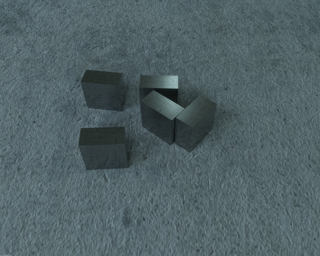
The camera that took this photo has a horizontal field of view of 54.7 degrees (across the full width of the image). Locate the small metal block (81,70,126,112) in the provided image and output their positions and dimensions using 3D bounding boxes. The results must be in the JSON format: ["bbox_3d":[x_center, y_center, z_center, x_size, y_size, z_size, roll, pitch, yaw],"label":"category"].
[{"bbox_3d":[-0.077,-0.051,0.429,0.050,0.050,0.025,6,51,5],"label":"small metal block"}]

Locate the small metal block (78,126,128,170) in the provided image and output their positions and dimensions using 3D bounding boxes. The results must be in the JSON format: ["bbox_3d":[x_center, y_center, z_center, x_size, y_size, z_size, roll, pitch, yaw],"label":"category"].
[{"bbox_3d":[-0.065,0.025,0.366,0.050,0.050,0.025,-2,50,-2],"label":"small metal block"}]

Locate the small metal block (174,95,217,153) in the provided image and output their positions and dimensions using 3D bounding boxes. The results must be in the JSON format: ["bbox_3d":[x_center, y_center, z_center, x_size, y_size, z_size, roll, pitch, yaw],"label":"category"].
[{"bbox_3d":[0.044,-0.005,0.391,0.025,0.050,0.050,32,57,24],"label":"small metal block"}]

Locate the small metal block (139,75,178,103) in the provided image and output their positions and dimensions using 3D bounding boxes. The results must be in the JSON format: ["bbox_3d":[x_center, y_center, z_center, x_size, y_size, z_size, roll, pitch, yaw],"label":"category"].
[{"bbox_3d":[-0.001,-0.045,0.424,0.050,0.050,0.025,1,50,1],"label":"small metal block"}]

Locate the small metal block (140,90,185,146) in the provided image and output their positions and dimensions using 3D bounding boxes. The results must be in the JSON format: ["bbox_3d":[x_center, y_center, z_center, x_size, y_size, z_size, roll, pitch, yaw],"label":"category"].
[{"bbox_3d":[0.003,-0.013,0.397,0.050,0.050,0.025,33,58,24],"label":"small metal block"}]
